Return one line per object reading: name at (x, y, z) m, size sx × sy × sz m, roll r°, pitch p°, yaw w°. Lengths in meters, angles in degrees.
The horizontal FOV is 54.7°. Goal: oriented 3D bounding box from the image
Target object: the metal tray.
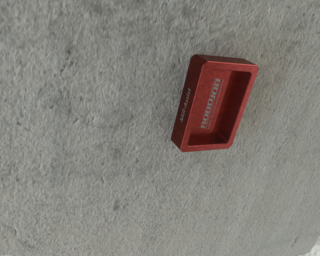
metal tray at (0.073, -0.031, 0.426) m, size 0.091 × 0.030 × 0.129 m, roll -2°, pitch 120°, yaw -28°
